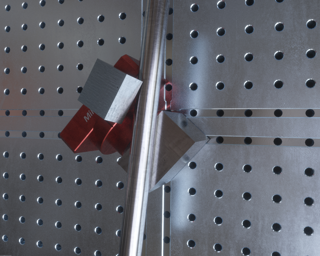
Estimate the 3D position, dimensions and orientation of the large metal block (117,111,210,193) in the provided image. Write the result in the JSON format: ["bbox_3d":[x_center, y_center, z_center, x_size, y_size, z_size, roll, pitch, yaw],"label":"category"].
[{"bbox_3d":[0.007,0.027,0.377,0.050,0.080,0.080,45,104,14],"label":"large metal block"}]

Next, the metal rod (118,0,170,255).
[{"bbox_3d":[-0.018,0.011,0.333,0.025,0.025,0.298,7,92,19],"label":"metal rod"}]

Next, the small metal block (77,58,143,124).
[{"bbox_3d":[-0.053,-0.039,0.326,0.050,0.025,0.050,33,99,36],"label":"small metal block"}]

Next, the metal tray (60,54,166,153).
[{"bbox_3d":[-0.057,-0.027,0.397,0.030,0.090,0.130,45,104,14],"label":"metal tray"}]

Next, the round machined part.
[{"bbox_3d":[-0.035,-0.001,0.389,0.042,0.098,0.098,44,103,14],"label":"round machined part"}]
